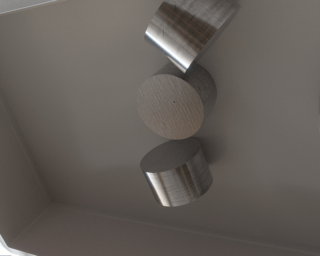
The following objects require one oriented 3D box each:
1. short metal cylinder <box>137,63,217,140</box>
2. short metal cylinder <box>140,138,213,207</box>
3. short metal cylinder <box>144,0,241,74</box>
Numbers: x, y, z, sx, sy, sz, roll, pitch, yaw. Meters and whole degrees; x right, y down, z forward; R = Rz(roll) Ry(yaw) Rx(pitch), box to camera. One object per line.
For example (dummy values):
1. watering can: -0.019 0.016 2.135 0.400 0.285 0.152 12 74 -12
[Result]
1. short metal cylinder: 0.020 -0.033 0.361 0.080 0.050 0.079 13 124 21
2. short metal cylinder: 0.021 0.054 0.395 0.080 0.080 0.050 -9 114 32
3. short metal cylinder: 0.030 -0.099 0.296 0.050 0.080 0.080 40 129 1
